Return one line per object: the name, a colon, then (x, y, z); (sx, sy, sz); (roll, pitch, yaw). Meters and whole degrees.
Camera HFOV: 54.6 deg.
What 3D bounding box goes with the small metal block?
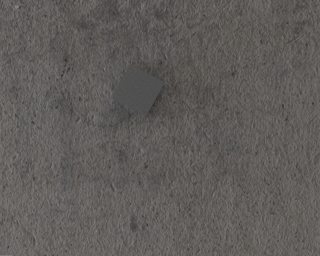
small metal block: (-0.028, -0.048, 0.410); (0.050, 0.025, 0.050); (29, 90, 0)
